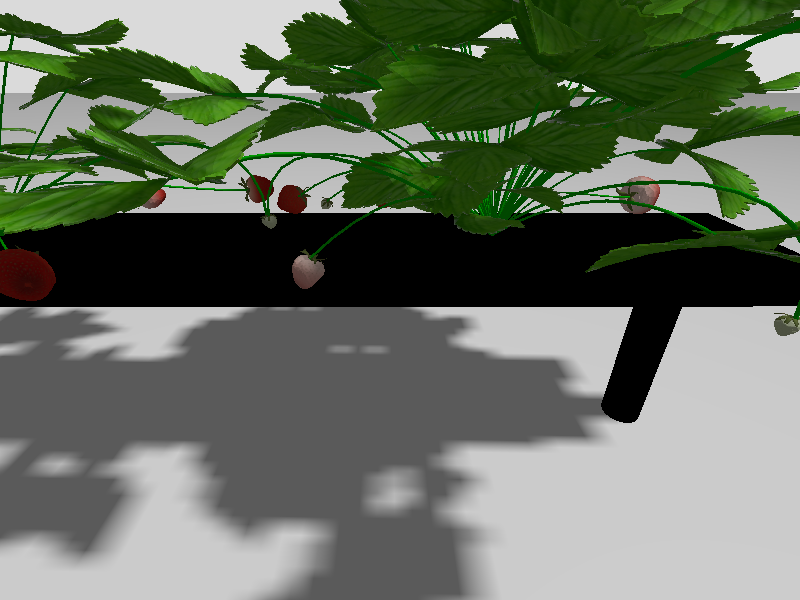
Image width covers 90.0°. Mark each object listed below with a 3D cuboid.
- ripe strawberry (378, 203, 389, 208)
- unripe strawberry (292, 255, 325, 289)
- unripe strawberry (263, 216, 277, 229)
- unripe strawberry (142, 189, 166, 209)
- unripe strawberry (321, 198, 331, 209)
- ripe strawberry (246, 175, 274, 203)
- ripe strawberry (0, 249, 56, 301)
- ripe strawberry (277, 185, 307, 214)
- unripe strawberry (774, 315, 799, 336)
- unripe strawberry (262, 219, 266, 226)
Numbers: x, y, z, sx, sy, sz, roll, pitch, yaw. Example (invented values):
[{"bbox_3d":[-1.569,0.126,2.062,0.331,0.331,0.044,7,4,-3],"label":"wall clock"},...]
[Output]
[{"bbox_3d":[-0.021,-0.127,0.445,0.048,0.047,0.045,24,37,37],"label":"ripe strawberry"},{"bbox_3d":[-0.064,-0.019,0.273,0.021,0.022,0.024,19,11,-43],"label":"unripe strawberry"},{"bbox_3d":[-0.112,-0.067,0.346,0.011,0.011,0.011,-2,29,-4],"label":"unripe strawberry"},{"bbox_3d":[-0.273,-0.114,0.436,0.031,0.026,0.031,-24,37,-37],"label":"unripe strawberry"},{"bbox_3d":[-0.081,-0.104,0.436,0.011,0.012,0.010,-38,4,38],"label":"unripe strawberry"},{"bbox_3d":[-0.159,-0.127,0.456,0.030,0.031,0.027,-14,32,-25],"label":"ripe strawberry"},{"bbox_3d":[-0.237,-0.015,0.251,0.033,0.034,0.030,25,38,37],"label":"ripe strawberry"},{"bbox_3d":[-0.115,-0.105,0.422,0.032,0.031,0.029,-12,22,27],"label":"ripe strawberry"},{"bbox_3d":[0.200,0.014,0.208,0.011,0.010,0.010,-18,34,-29],"label":"unripe strawberry"},{"bbox_3d":[-0.124,-0.074,0.375,0.010,0.010,0.009,-2,29,-3],"label":"unripe strawberry"}]
